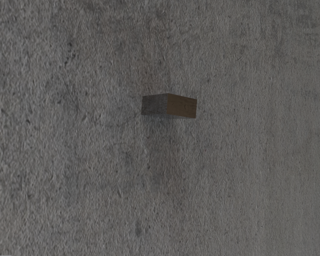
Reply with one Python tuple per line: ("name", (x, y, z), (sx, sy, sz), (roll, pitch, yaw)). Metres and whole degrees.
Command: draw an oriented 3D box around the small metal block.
("small metal block", (0.012, -0.027, 0.401), (0.050, 0.050, 0.025), (7, 86, -40))
